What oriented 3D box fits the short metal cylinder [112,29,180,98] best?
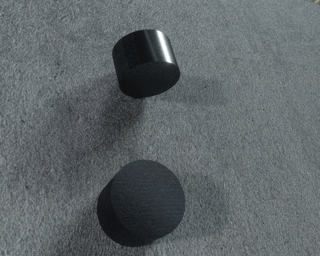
[{"bbox_3d":[-0.019,-0.083,0.409,0.081,0.080,0.050,-1,63,-29],"label":"short metal cylinder"}]

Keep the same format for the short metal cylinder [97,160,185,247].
[{"bbox_3d":[-0.021,0.080,0.328,0.081,0.050,0.080,14,56,-21],"label":"short metal cylinder"}]
